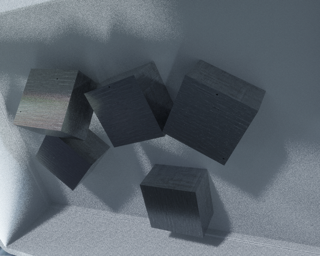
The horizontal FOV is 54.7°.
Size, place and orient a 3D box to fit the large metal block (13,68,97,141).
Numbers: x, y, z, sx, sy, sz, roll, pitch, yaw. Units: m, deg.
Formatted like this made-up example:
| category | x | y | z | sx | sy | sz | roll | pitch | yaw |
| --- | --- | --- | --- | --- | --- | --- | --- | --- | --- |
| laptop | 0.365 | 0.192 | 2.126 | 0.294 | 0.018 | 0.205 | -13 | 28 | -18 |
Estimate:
| category | x | y | z | sx | sy | sz | roll | pitch | yaw |
| --- | --- | --- | --- | --- | --- | --- | --- | --- | --- |
| large metal block | -0.137 | -0.032 | 0.416 | 0.080 | 0.050 | 0.080 | 7 | 76 | 24 |

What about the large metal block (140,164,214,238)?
| category | x | y | z | sx | sy | sz | roll | pitch | yaw |
| --- | --- | --- | --- | --- | --- | --- | --- | --- | --- |
| large metal block | 0.026 | 0.101 | 0.440 | 0.080 | 0.050 | 0.079 | 2 | 120 | 26 |

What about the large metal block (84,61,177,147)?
| category | x | y | z | sx | sy | sz | roll | pitch | yaw |
| --- | --- | --- | --- | --- | --- | --- | --- | --- | --- |
| large metal block | -0.034 | -0.028 | 0.392 | 0.080 | 0.050 | 0.080 | -14 | 112 | 33 |

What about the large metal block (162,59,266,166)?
| category | x | y | z | sx | sy | sz | roll | pitch | yaw |
| --- | --- | --- | --- | --- | --- | --- | --- | --- | --- |
| large metal block | 0.059 | -0.018 | 0.349 | 0.080 | 0.050 | 0.079 | 29 | 128 | 9 |

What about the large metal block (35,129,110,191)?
| category | x | y | z | sx | sy | sz | roll | pitch | yaw |
| --- | --- | --- | --- | --- | --- | --- | --- | --- | --- |
| large metal block | -0.138 | 0.039 | 0.487 | 0.080 | 0.050 | 0.080 | 41 | 129 | 0 |
